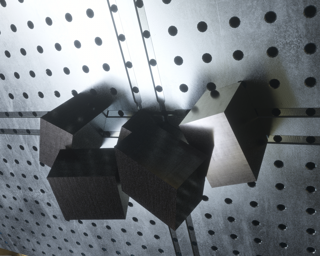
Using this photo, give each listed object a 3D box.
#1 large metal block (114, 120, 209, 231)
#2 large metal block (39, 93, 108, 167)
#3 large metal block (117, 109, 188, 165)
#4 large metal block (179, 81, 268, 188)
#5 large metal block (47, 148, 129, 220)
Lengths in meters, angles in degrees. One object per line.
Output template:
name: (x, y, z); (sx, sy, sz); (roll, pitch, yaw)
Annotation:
large metal block: (0.001, 0.051, 0.335); (0.080, 0.050, 0.080); (30, 143, 28)
large metal block: (-0.123, 0.009, 0.443); (0.050, 0.080, 0.079); (27, 128, 11)
large metal block: (-0.014, 0.034, 0.421); (0.080, 0.050, 0.079); (28, 128, 10)
large metal block: (0.074, 0.006, 0.339); (0.050, 0.080, 0.080); (-17, 110, 34)
large metal block: (-0.086, 0.073, 0.399); (0.080, 0.050, 0.079); (-2, 127, 5)
